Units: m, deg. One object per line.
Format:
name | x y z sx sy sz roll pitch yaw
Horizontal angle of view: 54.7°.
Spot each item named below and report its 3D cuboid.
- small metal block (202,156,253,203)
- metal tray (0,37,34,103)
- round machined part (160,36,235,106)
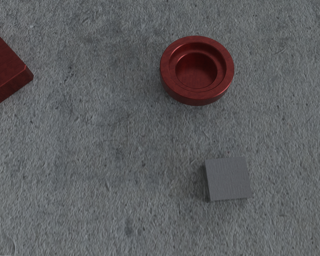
small metal block | 0.082 0.065 0.386 0.050 0.025 0.050 -5 70 -2
metal tray | -0.256 -0.093 0.436 0.090 0.030 0.130 -41 75 -14
round machined part | 0.049 -0.074 0.427 0.099 0.042 0.098 0 70 -1
